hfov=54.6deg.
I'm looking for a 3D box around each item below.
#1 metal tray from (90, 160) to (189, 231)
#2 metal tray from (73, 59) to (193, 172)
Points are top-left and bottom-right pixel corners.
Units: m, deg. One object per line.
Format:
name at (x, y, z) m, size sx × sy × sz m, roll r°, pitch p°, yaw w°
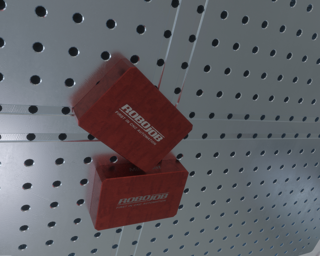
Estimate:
metal tray at (-0.030, 0.095, 0.450) m, size 0.131 × 0.030 × 0.089 m, roll -2°, pitch 119°, yaw -28°
metal tray at (-0.029, -0.010, 0.386) m, size 0.090 × 0.030 × 0.130 m, roll -45°, pitch 129°, yaw 3°
